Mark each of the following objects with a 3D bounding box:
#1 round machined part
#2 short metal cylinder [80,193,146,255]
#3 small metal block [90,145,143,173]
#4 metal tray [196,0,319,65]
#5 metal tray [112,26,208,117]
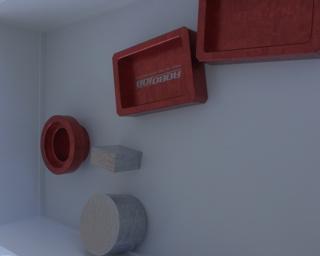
[{"bbox_3d":[-0.156,0.027,0.521,0.098,0.042,0.097,0,90,39],"label":"round machined part"},{"bbox_3d":[-0.066,0.133,0.433,0.080,0.050,0.080,-11,72,37],"label":"short metal cylinder"},{"bbox_3d":[-0.062,0.042,0.439,0.050,0.050,0.025,13,98,39],"label":"small metal block"},{"bbox_3d":[0.102,-0.115,0.318,0.130,0.030,0.089,5,93,39],"label":"metal tray"},{"bbox_3d":[-0.005,-0.067,0.405,0.130,0.030,0.089,-9,85,39],"label":"metal tray"}]
